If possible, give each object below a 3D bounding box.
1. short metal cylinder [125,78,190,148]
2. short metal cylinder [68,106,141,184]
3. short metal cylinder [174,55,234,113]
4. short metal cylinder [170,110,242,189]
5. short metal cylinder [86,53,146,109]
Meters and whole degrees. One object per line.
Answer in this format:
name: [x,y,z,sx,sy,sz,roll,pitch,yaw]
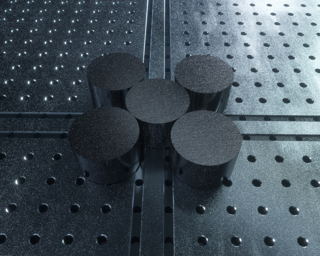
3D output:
short metal cylinder: [-0.003,-0.020,0.407,0.081,0.050,0.080,0,50,0]
short metal cylinder: [-0.064,0.020,0.372,0.081,0.050,0.080,0,50,0]
short metal cylinder: [0.060,-0.059,0.439,0.081,0.050,0.080,0,50,0]
short metal cylinder: [0.052,0.025,0.370,0.081,0.050,0.080,0,50,0]
short metal cylinder: [-0.060,-0.063,0.443,0.081,0.050,0.080,0,50,0]
